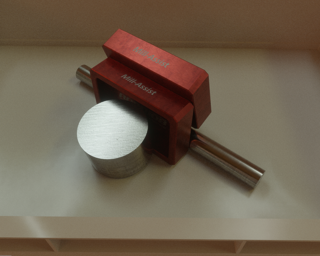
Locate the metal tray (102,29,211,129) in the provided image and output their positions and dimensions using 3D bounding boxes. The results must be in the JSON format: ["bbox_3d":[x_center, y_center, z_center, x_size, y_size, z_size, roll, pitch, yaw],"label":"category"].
[{"bbox_3d":[-0.002,-0.058,0.377,0.130,0.090,0.030,32,74,23],"label":"metal tray"}]

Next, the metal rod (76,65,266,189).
[{"bbox_3d":[-0.002,-0.013,0.416,0.300,0.025,0.025,32,57,23],"label":"metal rod"}]

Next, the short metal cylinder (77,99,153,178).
[{"bbox_3d":[-0.051,0.013,0.368,0.080,0.050,0.080,-3,57,4],"label":"short metal cylinder"}]

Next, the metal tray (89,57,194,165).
[{"bbox_3d":[-0.024,-0.020,0.378,0.130,0.089,0.030,32,57,23],"label":"metal tray"}]

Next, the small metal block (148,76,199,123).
[{"bbox_3d":[0.019,-0.042,0.438,0.050,0.025,0.050,33,57,24],"label":"small metal block"}]
